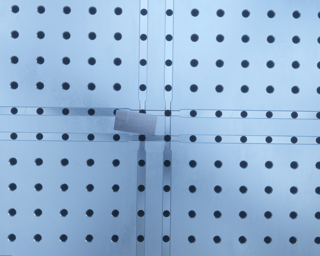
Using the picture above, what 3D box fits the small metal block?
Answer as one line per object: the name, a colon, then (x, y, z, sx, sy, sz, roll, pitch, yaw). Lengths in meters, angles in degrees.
small metal block: (-0.030, -0.007, 0.401, 0.050, 0.050, 0.025, 8, 90, -1)
